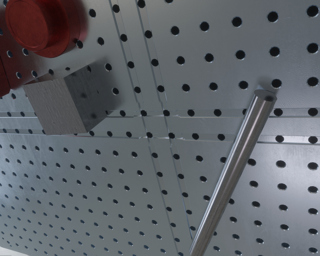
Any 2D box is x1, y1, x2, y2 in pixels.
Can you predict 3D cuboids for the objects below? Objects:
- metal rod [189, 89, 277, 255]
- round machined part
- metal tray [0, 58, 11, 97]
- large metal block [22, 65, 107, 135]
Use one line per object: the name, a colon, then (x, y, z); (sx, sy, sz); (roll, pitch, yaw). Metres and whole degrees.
metal rod: (0.086, 0.083, 0.417); (0.025, 0.025, 0.298); (23, 127, 14)
round machined part: (-0.156, -0.137, 0.398); (0.098, 0.042, 0.097); (13, 124, 21)
metal tray: (-0.285, -0.097, 0.459); (0.030, 0.090, 0.129); (11, 123, 23)
large metal block: (-0.134, -0.038, 0.442); (0.080, 0.050, 0.080); (-4, 117, 30)
